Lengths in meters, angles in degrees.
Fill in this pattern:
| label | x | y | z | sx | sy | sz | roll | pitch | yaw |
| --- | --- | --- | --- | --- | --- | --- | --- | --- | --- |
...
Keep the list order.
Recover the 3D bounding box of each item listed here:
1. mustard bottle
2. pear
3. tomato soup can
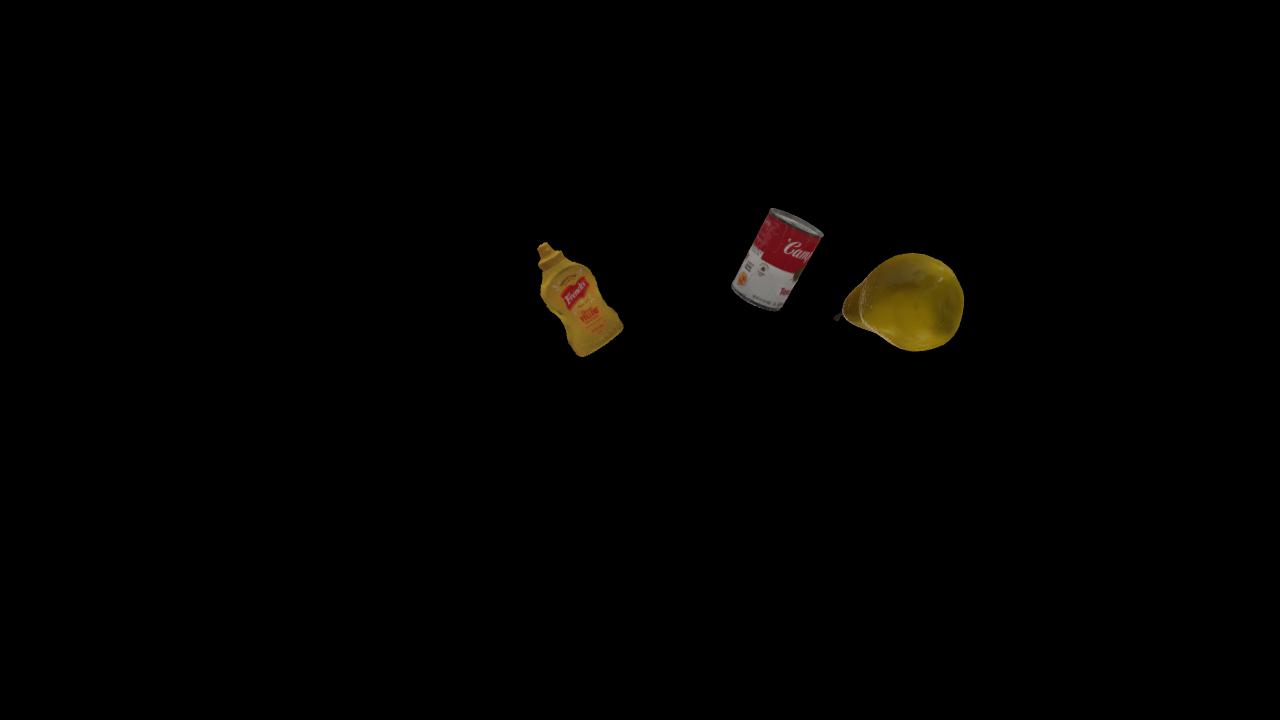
| label | x | y | z | sx | sy | sz | roll | pitch | yaw |
| --- | --- | --- | --- | --- | --- | --- | --- | --- | --- |
| mustard bottle | -0.107 | -0.103 | 0.969 | 0.092 | 0.184 | 0.054 | -35 | 18 | -13 |
| pear | 0.200 | -0.047 | 0.503 | 0.080 | 0.080 | 0.111 | 0 | 6 | -38 |
| tomato soup can | 0.156 | -0.115 | 0.711 | 0.068 | 0.101 | 0.068 | 21 | 26 | -11 |
